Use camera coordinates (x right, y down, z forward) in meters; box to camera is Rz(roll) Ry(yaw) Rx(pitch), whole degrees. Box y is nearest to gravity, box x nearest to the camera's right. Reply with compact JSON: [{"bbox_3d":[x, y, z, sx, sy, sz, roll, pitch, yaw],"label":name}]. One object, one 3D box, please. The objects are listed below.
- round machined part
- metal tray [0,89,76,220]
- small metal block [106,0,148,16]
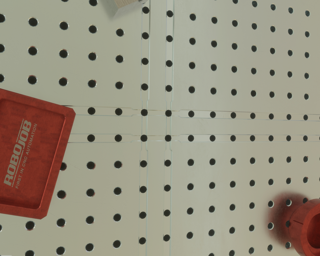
[{"bbox_3d":[0.248,0.161,0.495,0.099,0.042,0.097,0,90,-20],"label":"round machined part"},{"bbox_3d":[-0.158,0.029,0.351,0.091,0.030,0.129,16,85,-19],"label":"metal tray"},{"bbox_3d":[-0.046,-0.180,0.395,0.050,0.025,0.050,-30,100,-17],"label":"small metal block"}]
